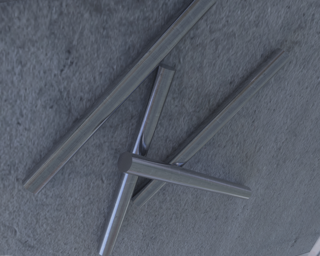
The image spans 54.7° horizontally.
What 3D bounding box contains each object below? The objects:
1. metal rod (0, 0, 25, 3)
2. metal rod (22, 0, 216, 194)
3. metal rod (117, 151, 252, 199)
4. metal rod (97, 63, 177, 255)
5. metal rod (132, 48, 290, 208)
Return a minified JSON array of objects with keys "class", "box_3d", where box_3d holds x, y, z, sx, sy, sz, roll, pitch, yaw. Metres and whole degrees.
[{"class":"metal rod","box_3d":[-0.070,-0.137,0.283,0.302,0.025,0.025,-16,125,-20]},{"class":"metal rod","box_3d":[-0.049,-0.039,0.356,0.300,0.025,0.025,-46,130,4]},{"class":"metal rod","box_3d":[0.058,0.079,0.463,0.302,0.025,0.025,22,107,-45]},{"class":"metal rod","box_3d":[-0.039,0.058,0.422,0.025,0.025,0.298,6,116,-31]},{"class":"metal rod","box_3d":[0.070,0.002,0.448,0.300,0.025,0.025,-45,130,3]}]
